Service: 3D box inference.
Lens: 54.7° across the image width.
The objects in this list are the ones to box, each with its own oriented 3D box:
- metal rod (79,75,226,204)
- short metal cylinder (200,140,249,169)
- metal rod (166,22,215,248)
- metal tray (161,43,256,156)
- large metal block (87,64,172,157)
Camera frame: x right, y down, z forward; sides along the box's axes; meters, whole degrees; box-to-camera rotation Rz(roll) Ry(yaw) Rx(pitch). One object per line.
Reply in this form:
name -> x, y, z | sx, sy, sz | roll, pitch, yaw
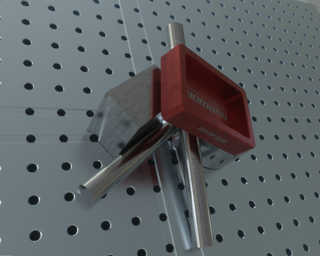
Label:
metal rod -> 0.014, -0.004, 0.420 | 0.025, 0.025, 0.302 | 47, 51, 4
short metal cylinder -> 0.081, 0.011, 0.430 | 0.081, 0.050, 0.080 | 14, 56, -21
metal rod -> 0.036, -0.005, 0.403 | 0.025, 0.025, 0.299 | 4, 69, -27
metal tray -> 0.058, -0.030, 0.366 | 0.131, 0.030, 0.090 | 26, 50, -36
large metal block -> -0.030, -0.019, 0.369 | 0.050, 0.080, 0.080 | 47, 51, 4
